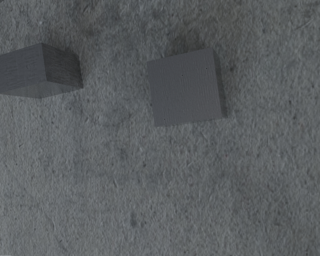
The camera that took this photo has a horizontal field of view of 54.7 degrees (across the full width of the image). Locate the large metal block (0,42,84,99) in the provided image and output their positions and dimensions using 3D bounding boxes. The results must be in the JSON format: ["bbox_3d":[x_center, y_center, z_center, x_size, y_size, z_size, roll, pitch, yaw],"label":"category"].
[{"bbox_3d":[-0.169,-0.077,0.438,0.080,0.080,0.050,-10,87,19],"label":"large metal block"}]

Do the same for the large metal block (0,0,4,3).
[{"bbox_3d":[-0.283,-0.247,0.493,0.080,0.050,0.080,-23,83,18],"label":"large metal block"}]

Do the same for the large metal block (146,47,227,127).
[{"bbox_3d":[0.035,-0.046,0.383,0.080,0.050,0.080,-8,87,19],"label":"large metal block"}]
